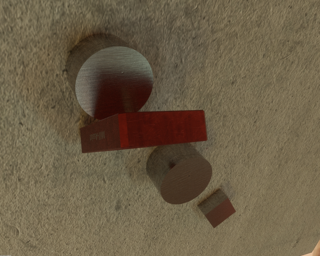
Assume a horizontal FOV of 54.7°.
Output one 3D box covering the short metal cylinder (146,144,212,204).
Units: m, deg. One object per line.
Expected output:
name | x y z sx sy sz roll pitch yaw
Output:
short metal cylinder | 0.027 0.062 0.444 0.081 0.050 0.079 -14 124 -21

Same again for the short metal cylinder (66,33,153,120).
short metal cylinder | -0.054 -0.054 0.328 0.081 0.050 0.079 -14 124 -21

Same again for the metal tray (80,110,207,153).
metal tray | -0.024 0.006 0.331 0.091 0.130 0.030 -3 86 -30

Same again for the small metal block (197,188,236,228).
small metal block | 0.101 0.144 0.551 0.050 0.025 0.050 -36 129 -4
